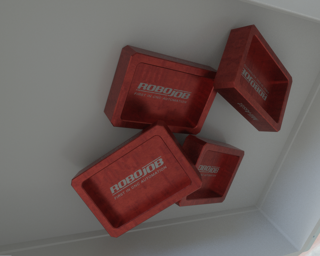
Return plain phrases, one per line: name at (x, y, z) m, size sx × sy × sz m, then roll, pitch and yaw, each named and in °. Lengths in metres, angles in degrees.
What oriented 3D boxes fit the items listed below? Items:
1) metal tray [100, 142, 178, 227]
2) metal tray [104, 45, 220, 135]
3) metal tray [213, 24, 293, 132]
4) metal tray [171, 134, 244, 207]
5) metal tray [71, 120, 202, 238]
metal tray at (-0.019, 0.086, 0.450) m, size 0.131 × 0.030 × 0.090 m, roll -28°, pitch 128°, yaw -11°
metal tray at (0.006, -0.042, 0.384) m, size 0.131 × 0.030 × 0.089 m, roll 6°, pitch 115°, yaw -32°
metal tray at (0.129, -0.061, 0.413) m, size 0.130 × 0.030 × 0.090 m, roll 34°, pitch 69°, yaw -39°
metal tray at (0.068, 0.063, 0.448) m, size 0.131 × 0.030 × 0.090 m, roll 14°, pitch 100°, yaw -52°
metal tray at (-0.027, 0.062, 0.373) m, size 0.130 × 0.030 × 0.090 m, roll -33°, pitch 99°, yaw 9°
